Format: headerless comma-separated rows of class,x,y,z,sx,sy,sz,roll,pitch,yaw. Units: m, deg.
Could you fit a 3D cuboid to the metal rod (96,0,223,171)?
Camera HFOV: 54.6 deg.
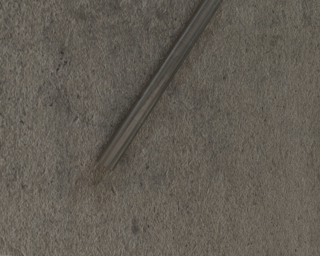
metal rod,0.010,-0.078,0.412,0.025,0.025,0.300,36,79,-17
